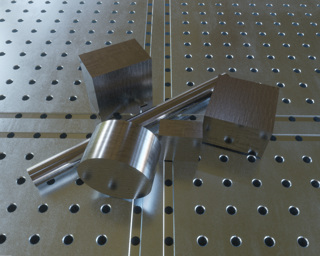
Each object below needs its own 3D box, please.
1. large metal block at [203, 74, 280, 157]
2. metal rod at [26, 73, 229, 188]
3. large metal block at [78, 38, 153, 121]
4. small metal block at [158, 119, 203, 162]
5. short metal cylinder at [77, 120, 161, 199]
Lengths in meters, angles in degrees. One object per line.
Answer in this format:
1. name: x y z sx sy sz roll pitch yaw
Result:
1. large metal block: 0.104 -0.018 0.404 0.080 0.050 0.080 15 52 12
2. metal rod: -0.024 -0.007 0.413 0.302 0.025 0.025 -28 56 -22
3. large metal block: -0.058 -0.066 0.428 0.081 0.080 0.050 -23 54 -18
4. small metal block: 0.024 0.016 0.378 0.050 0.050 0.025 4 50 3
5. short metal cylinder: -0.043 0.036 0.340 0.080 0.080 0.050 9 51 7
